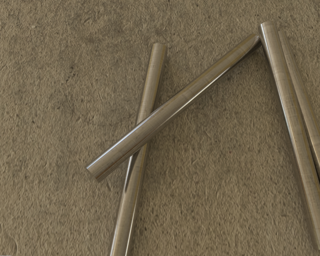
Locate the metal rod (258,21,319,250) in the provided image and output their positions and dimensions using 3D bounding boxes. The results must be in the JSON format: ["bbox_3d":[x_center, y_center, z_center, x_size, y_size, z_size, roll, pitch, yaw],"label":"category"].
[{"bbox_3d":[0.172,-0.003,0.400,0.025,0.025,0.299,-7,74,-3],"label":"metal rod"}]

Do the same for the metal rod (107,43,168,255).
[{"bbox_3d":[-0.025,0.023,0.399,0.025,0.025,0.299,9,70,3],"label":"metal rod"}]

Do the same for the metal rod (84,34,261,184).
[{"bbox_3d":[0.031,-0.037,0.403,0.301,0.025,0.025,-40,75,-21],"label":"metal rod"}]

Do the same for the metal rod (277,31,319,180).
[{"bbox_3d":[0.197,0.003,0.408,0.025,0.025,0.299,-9,70,-3],"label":"metal rod"}]
